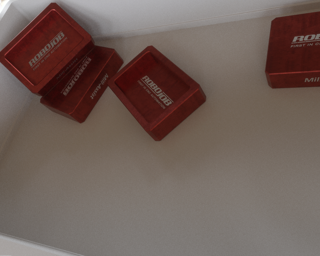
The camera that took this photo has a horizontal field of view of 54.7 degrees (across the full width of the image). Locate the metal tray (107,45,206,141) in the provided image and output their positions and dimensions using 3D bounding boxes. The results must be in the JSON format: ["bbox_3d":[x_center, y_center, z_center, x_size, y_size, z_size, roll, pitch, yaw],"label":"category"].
[{"bbox_3d":[-0.009,-0.054,0.440,0.090,0.030,0.130,-41,51,0],"label":"metal tray"}]

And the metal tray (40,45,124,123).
[{"bbox_3d":[-0.131,-0.079,0.520,0.090,0.030,0.130,20,72,35],"label":"metal tray"}]

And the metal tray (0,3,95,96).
[{"bbox_3d":[-0.185,-0.128,0.508,0.090,0.030,0.130,44,86,3],"label":"metal tray"}]

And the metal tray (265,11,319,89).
[{"bbox_3d":[0.195,-0.093,0.357,0.130,0.030,0.090,1,62,28],"label":"metal tray"}]
